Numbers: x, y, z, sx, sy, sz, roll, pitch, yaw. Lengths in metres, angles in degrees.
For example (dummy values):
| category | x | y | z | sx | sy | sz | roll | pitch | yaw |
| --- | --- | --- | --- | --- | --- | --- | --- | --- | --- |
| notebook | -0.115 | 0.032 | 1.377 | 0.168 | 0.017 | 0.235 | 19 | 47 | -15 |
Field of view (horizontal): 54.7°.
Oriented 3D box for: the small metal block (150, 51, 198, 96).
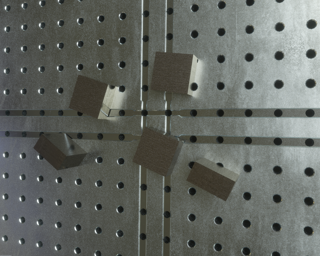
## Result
| category | x | y | z | sx | sy | sz | roll | pitch | yaw |
| --- | --- | --- | --- | --- | --- | --- | --- | --- | --- |
| small metal block | 0.019 | -0.071 | 0.405 | 0.050 | 0.025 | 0.050 | 9 | 93 | 19 |

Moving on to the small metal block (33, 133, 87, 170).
| category | x | y | z | sx | sy | sz | roll | pitch | yaw |
| --- | --- | --- | --- | --- | --- | --- | --- | --- | --- |
| small metal block | -0.143 | 0.033 | 0.448 | 0.050 | 0.050 | 0.025 | 38 | 102 | 15 |

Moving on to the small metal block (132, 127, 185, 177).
| category | x | y | z | sx | sy | sz | roll | pitch | yaw |
| --- | --- | --- | --- | --- | --- | --- | --- | --- | --- |
| small metal block | -0.002 | 0.031 | 0.412 | 0.050 | 0.025 | 0.050 | 23 | 97 | 18 |

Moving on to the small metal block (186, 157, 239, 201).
| category | x | y | z | sx | sy | sz | roll | pitch | yaw |
| --- | --- | --- | --- | --- | --- | --- | --- | --- | --- |
| small metal block | 0.066 | 0.060 | 0.376 | 0.050 | 0.050 | 0.025 | 26 | 99 | 18 |

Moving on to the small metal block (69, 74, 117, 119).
| category | x | y | z | sx | sy | sz | roll | pitch | yaw |
| --- | --- | --- | --- | --- | --- | --- | --- | --- | --- |
| small metal block | -0.097 | -0.044 | 0.445 | 0.050 | 0.025 | 0.050 | 20 | 97 | 18 |
